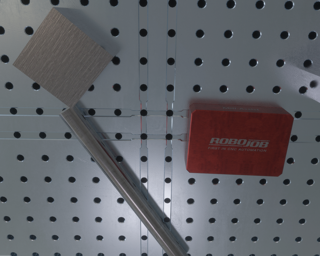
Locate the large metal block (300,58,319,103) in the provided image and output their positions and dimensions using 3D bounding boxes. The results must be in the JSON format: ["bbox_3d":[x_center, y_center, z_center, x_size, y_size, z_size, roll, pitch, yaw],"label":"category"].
[{"bbox_3d":[0.228,-0.063,0.363,0.080,0.080,0.050,-31,107,10],"label":"large metal block"}]

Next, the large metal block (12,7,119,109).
[{"bbox_3d":[-0.108,-0.083,0.368,0.080,0.050,0.080,39,105,-13],"label":"large metal block"}]

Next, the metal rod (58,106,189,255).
[{"bbox_3d":[-0.042,0.094,0.447,0.025,0.025,0.299,-30,108,10],"label":"metal rod"}]

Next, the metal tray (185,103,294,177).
[{"bbox_3d":[0.103,0.017,0.418,0.131,0.030,0.089,3,110,-1],"label":"metal tray"}]
